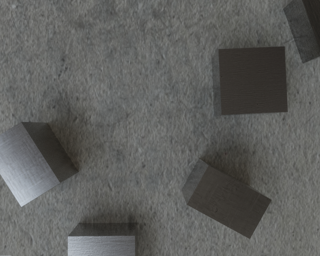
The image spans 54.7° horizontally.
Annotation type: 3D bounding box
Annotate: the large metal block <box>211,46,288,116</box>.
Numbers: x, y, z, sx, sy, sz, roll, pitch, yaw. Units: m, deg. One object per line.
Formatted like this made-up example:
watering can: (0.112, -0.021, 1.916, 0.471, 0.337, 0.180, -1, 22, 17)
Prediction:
large metal block: (0.113, -0.057, 0.399, 0.081, 0.050, 0.079, -3, 90, -1)

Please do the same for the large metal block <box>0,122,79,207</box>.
large metal block: (-0.153, 0.040, 0.381, 0.050, 0.080, 0.080, -32, 90, 0)

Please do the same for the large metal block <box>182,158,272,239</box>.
large metal block: (0.077, 0.082, 0.384, 0.080, 0.080, 0.050, 29, 90, -1)

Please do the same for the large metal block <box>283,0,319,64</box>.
large metal block: (0.221, -0.139, 0.400, 0.080, 0.050, 0.080, -20, 90, -1)

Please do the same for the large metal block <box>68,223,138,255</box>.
large metal block: (-0.070, 0.169, 0.397, 0.081, 0.050, 0.079, 0, 90, -1)
